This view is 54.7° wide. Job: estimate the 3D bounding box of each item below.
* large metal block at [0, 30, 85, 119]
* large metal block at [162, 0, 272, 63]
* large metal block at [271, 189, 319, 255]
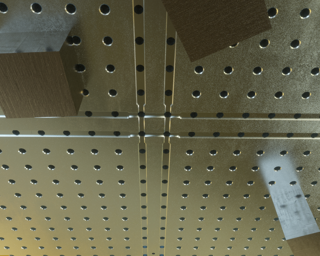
[{"bbox_3d":[-0.136,-0.058,0.343,0.081,0.050,0.079,-2,130,1],"label":"large metal block"},{"bbox_3d":[0.049,-0.122,0.292,0.080,0.050,0.080,-21,128,16],"label":"large metal block"},{"bbox_3d":[0.233,0.163,0.518,0.050,0.080,0.080,-22,127,17],"label":"large metal block"}]
